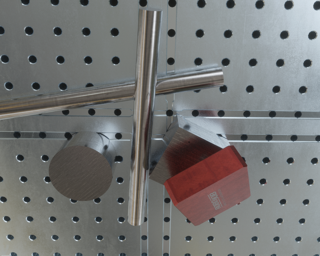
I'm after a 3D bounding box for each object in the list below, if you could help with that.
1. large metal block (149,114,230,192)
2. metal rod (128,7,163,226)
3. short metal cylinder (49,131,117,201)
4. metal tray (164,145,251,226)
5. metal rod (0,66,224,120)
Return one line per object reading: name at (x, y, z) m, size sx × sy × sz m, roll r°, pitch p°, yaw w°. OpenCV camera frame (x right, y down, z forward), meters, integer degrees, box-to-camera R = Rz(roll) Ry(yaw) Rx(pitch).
large metal block at (0.040, 0.040, 0.415) m, size 0.080 × 0.050 × 0.080 m, roll 26°, pitch 108°, yaw -10°
metal rod at (-0.023, 0.006, 0.395) m, size 0.025 × 0.025 × 0.298 m, roll 5°, pitch 118°, yaw -2°
short metal cylinder at (-0.101, 0.050, 0.418) m, size 0.081 × 0.050 × 0.079 m, roll 0°, pitch 110°, yaw 0°
metal tray at (0.066, 0.079, 0.393) m, size 0.090 × 0.030 × 0.130 m, roll -29°, pitch 148°, yaw 1°
metal rod at (-0.071, -0.043, 0.396) m, size 0.302 × 0.025 × 0.025 m, roll -8°, pitch 110°, yaw 3°
